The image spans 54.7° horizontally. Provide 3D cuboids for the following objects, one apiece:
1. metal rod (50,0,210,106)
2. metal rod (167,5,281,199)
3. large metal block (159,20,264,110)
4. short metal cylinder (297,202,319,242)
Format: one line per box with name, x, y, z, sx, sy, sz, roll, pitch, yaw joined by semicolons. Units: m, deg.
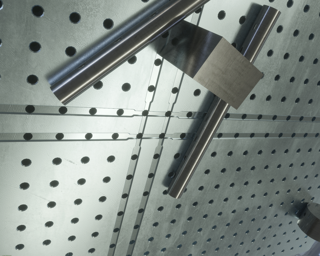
metal rod;0.011;-0.124;0.341;0.301;0.025;0.025;-37;130;-4
metal rod;0.083;-0.025;0.443;0.025;0.025;0.298;13;112;-34
large metal block;0.059;-0.074;0.363;0.080;0.080;0.050;27;103;-38
short metal cylinder;0.369;0.219;0.718;0.081;0.080;0.050;5;116;-31
